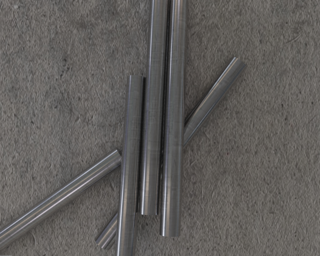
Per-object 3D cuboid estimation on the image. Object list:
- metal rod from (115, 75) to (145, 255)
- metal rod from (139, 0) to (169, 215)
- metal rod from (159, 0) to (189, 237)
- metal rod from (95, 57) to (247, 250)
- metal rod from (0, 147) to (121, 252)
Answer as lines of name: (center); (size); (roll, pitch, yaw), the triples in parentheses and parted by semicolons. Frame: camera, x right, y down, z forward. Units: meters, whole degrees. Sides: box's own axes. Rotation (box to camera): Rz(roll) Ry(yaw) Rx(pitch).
metal rod: (-0.038, 0.082, 0.385); (0.025, 0.025, 0.298); (3, 82, 0)
metal rod: (-0.007, -0.044, 0.394); (0.025, 0.025, 0.298); (3, 84, 0)
metal rod: (0.019, -0.021, 0.390); (0.025, 0.025, 0.298); (3, 82, 0)
metal rod: (0.014, 0.033, 0.409); (0.025, 0.025, 0.299); (37, 90, 0)
metal rod: (-0.173, 0.122, 0.408); (0.301, 0.025, 0.025); (-35, 90, 0)
